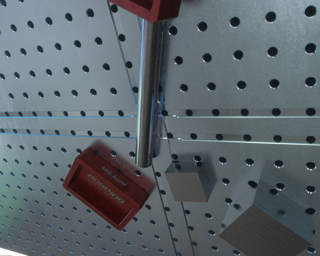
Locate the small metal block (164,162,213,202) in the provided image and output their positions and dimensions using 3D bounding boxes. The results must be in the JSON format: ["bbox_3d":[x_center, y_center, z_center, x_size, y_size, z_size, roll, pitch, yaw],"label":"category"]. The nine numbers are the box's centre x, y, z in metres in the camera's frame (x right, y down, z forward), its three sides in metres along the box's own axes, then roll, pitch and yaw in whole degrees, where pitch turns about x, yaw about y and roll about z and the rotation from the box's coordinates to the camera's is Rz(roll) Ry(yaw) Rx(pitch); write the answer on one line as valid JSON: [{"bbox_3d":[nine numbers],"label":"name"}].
[{"bbox_3d":[0.041,0.076,0.436,0.050,0.025,0.050,-6,116,30],"label":"small metal block"}]

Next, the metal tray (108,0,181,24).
[{"bbox_3d":[-0.033,-0.166,0.294,0.130,0.030,0.089,35,133,26],"label":"metal tray"}]

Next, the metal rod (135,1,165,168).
[{"bbox_3d":[-0.012,-0.073,0.370,0.025,0.025,0.298,18,125,18],"label":"metal rod"}]

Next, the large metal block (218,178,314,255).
[{"bbox_3d":[0.136,0.126,0.401,0.080,0.050,0.079,34,129,5],"label":"large metal block"}]

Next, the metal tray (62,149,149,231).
[{"bbox_3d":[-0.094,0.105,0.519,0.130,0.030,0.089,37,129,2],"label":"metal tray"}]
